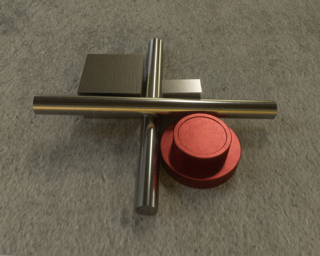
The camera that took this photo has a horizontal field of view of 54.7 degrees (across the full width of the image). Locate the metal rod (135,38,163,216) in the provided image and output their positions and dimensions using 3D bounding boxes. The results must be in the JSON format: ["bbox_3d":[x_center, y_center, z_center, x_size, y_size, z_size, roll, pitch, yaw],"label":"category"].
[{"bbox_3d":[-0.011,-0.026,0.427,0.025,0.025,0.300,1,50,1],"label":"metal rod"}]

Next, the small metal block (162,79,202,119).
[{"bbox_3d":[0.028,-0.039,0.422,0.050,0.050,0.025,-1,50,-1],"label":"small metal block"}]

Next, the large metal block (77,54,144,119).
[{"bbox_3d":[-0.064,-0.059,0.436,0.081,0.050,0.080,1,50,0],"label":"large metal block"}]

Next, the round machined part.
[{"bbox_3d":[0.049,0.021,0.376,0.099,0.042,0.098,0,50,0],"label":"round machined part"}]

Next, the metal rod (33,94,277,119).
[{"bbox_3d":[-0.002,-0.026,0.394,0.302,0.025,0.025,1,50,-5],"label":"metal rod"}]
